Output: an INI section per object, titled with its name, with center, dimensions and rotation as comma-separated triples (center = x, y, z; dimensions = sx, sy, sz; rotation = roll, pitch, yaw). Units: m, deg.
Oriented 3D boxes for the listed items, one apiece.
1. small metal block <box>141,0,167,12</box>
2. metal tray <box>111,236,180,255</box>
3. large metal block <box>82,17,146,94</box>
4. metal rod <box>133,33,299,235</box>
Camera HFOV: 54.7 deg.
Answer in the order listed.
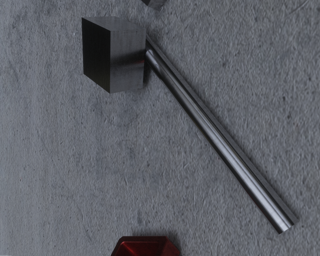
[small metal block]
center = -0.009, -0.194, 0.413
dimensions = 0.050, 0.025, 0.050
rotation = 51, 120, 27
[metal tray]
center = -0.038, 0.197, 0.376
dimensions = 0.090, 0.130, 0.030
rotation = -16, 121, 38
[large metal block]
center = -0.064, -0.102, 0.420
dimensions = 0.080, 0.050, 0.079
rotation = 37, 132, 42
[metal rod]
center = 0.048, -0.014, 0.365
dimensions = 0.025, 0.025, 0.299
rotation = -49, 61, 29
